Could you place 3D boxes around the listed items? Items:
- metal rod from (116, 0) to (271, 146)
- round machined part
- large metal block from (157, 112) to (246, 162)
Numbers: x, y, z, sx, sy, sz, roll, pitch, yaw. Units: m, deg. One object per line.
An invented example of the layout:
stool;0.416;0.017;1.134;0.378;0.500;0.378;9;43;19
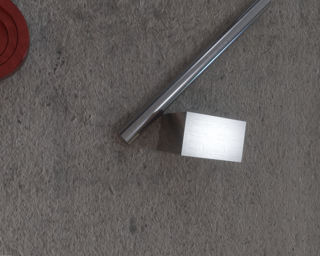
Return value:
metal rod;0.055;-0.089;0.430;0.301;0.025;0.025;-45;105;-15
round machined part;-0.192;-0.095;0.329;0.099;0.042;0.097;0;90;-21
large metal block;0.051;0.011;0.400;0.081;0.080;0.050;8;87;-20
